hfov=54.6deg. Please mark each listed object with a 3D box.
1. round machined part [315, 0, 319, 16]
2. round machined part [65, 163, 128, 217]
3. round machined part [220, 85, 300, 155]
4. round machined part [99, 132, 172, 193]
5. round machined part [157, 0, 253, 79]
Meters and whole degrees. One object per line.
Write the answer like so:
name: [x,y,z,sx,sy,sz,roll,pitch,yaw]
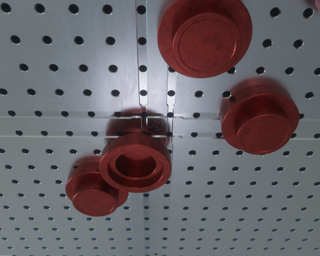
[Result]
round machined part: [0.194,-0.137,0.286,0.099,0.042,0.097,0,130,0]
round machined part: [-0.099,0.103,0.487,0.099,0.042,0.097,0,130,0]
round machined part: [0.129,-0.003,0.398,0.099,0.042,0.097,0,130,0]
round machined part: [-0.033,0.045,0.438,0.099,0.042,0.097,0,130,0]
round machined part: [0.046,-0.093,0.322,0.099,0.042,0.097,0,130,0]
